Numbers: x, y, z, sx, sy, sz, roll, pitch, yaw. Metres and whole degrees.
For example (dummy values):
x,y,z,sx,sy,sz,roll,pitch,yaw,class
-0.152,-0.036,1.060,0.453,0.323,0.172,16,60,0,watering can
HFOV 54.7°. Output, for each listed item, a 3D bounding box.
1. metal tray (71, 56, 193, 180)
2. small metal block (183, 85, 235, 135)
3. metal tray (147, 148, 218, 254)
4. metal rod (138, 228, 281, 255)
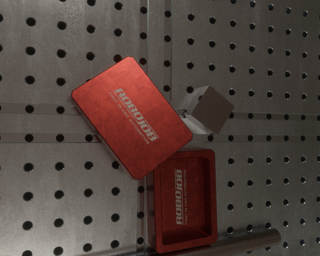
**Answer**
x,y,z,sx,sy,sz,roll,pitch,yaw,class
-0.034,-0.012,0.381,0.090,0.030,0.130,-37,87,-17,metal tray
0.070,-0.024,0.440,0.050,0.025,0.050,36,78,-17,small metal block
0.030,0.095,0.422,0.091,0.030,0.129,-2,91,-21,metal tray
0.038,0.176,0.428,0.303,0.025,0.025,-3,91,-20,metal rod
